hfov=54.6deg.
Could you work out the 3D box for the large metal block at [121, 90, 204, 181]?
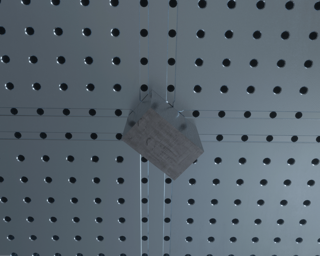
[{"bbox_3d":[0.003,0.006,0.386,0.080,0.080,0.050,39,106,-14],"label":"large metal block"}]
